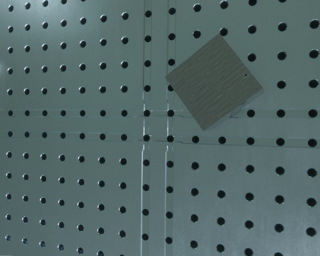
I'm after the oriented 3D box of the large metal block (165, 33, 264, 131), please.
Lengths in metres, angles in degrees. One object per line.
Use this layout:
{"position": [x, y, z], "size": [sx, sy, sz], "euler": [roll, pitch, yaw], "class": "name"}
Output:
{"position": [0.067, -0.052, 0.376], "size": [0.080, 0.050, 0.080], "euler": [-37, 78, 16], "class": "large metal block"}
